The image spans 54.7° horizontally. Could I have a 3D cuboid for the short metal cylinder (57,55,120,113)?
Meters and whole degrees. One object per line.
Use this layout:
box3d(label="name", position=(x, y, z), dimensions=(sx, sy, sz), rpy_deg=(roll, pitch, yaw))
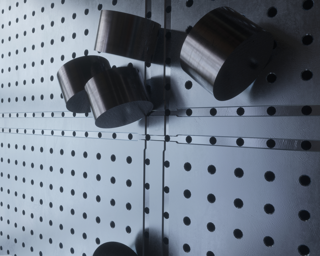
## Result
box3d(label="short metal cylinder", position=(-0.105, -0.063, 0.458), dimensions=(0.080, 0.081, 0.050), rpy_deg=(-34, 69, 34))

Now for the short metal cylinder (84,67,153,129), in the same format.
box3d(label="short metal cylinder", position=(-0.055, -0.039, 0.417), dimensions=(0.080, 0.081, 0.050), rpy_deg=(-32, 70, 35))

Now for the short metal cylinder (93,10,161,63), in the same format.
box3d(label="short metal cylinder", position=(-0.043, -0.118, 0.407), dimensions=(0.080, 0.081, 0.050), rpy_deg=(21, 103, 38))

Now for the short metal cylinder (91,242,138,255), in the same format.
box3d(label="short metal cylinder", position=(-0.068, 0.207, 0.428), dimensions=(0.080, 0.081, 0.050), rpy_deg=(51, 120, 28))

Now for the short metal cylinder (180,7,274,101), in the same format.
box3d(label="short metal cylinder", position=(0.068, -0.074, 0.317), dimensions=(0.050, 0.081, 0.080), rpy_deg=(47, 118, 29))
